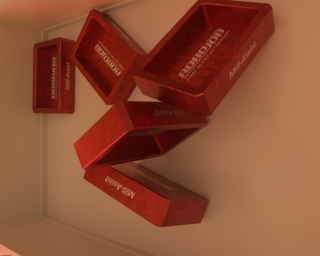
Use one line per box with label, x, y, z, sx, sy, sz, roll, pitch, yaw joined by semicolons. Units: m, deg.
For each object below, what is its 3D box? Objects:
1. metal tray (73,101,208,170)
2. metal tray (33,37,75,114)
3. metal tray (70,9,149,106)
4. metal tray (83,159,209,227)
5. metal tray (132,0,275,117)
metal tray;-0.018;0.007;0.350;0.090;0.131;0.030;-38;69;36
metal tray;-0.194;-0.091;0.563;0.090;0.030;0.129;2;91;40
metal tray;-0.080;-0.107;0.469;0.130;0.030;0.089;50;119;28
metal tray;-0.018;0.074;0.376;0.130;0.090;0.030;21;92;38
metal tray;0.045;-0.079;0.317;0.090;0.030;0.130;24;66;37
